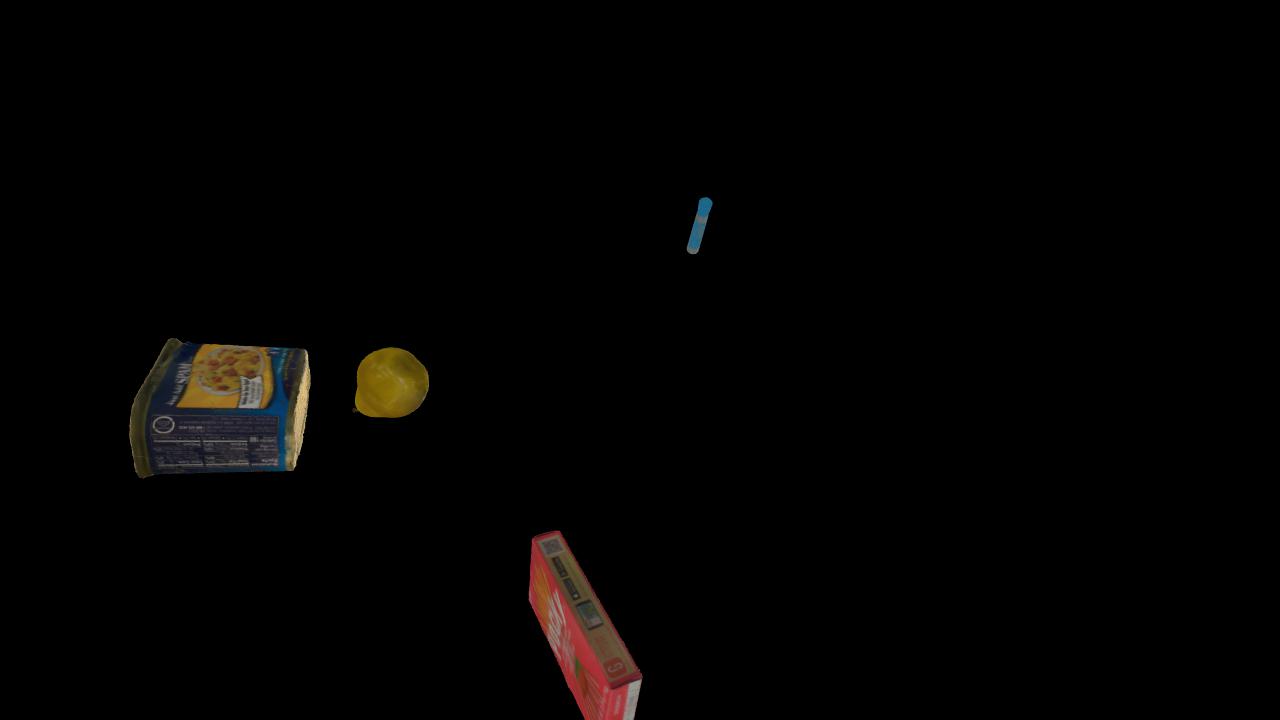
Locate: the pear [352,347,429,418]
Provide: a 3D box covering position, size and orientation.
[{"bbox_3d":[-0.294,0.041,0.702,0.111,0.080,0.080,-45,-22,24],"label":"pear"}]

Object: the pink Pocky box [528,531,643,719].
[{"bbox_3d":[-0.051,0.224,0.506,0.029,0.084,0.155,-10,36,-29],"label":"pink Pocky box"}]

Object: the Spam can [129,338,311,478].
[{"bbox_3d":[-0.276,0.030,0.417,0.085,0.058,0.101,2,32,-24],"label":"Spam can"}]

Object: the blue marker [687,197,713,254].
[{"bbox_3d":[0.084,-0.190,0.876,0.020,0.020,0.121,0,-22,-5],"label":"blue marker"}]
